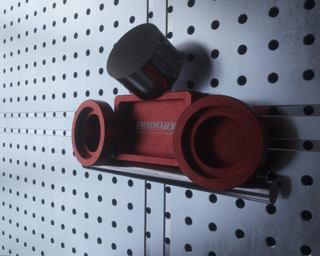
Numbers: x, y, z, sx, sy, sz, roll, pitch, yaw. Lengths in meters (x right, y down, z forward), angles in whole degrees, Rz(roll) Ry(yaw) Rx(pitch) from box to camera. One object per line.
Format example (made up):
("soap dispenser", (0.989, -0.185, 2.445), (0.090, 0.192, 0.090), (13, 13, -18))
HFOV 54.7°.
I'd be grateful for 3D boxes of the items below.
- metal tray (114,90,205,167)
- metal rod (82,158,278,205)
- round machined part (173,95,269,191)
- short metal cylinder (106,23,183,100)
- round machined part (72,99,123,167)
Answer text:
("metal tray", (-0.005, 0.000, 0.404), (0.130, 0.030, 0.089), (1, 91, 39))
("metal rod", (-0.002, 0.059, 0.405), (0.300, 0.025, 0.025), (3, 92, 39))
("round machined part", (0.067, 0.015, 0.332), (0.098, 0.042, 0.097), (-1, 88, 32))
("short metal cylinder", (-0.019, -0.082, 0.385), (0.080, 0.050, 0.080), (-20, 52, 29))
("round machined part", (-0.090, 0.008, 0.461), (0.098, 0.042, 0.097), (-4, 84, 48))
